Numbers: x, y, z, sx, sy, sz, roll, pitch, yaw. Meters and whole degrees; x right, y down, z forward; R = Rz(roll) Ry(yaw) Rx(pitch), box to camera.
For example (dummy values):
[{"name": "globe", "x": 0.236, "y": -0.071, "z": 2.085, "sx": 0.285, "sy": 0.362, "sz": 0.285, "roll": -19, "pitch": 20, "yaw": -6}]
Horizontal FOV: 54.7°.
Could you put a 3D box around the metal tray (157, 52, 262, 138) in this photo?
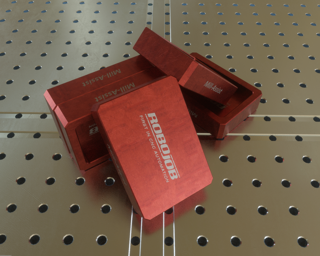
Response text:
[{"name": "metal tray", "x": 0.066, "y": -0.052, "z": 0.447, "sx": 0.091, "sy": 0.030, "sz": 0.130, "roll": -36, "pitch": 59, "yaw": -27}]

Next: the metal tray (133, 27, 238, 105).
[{"name": "metal tray", "x": 0.037, "y": -0.076, "z": 0.398, "sx": 0.090, "sy": 0.030, "sz": 0.131, "roll": 43, "pitch": 17, "yaw": 29}]

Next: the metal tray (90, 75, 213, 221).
[{"name": "metal tray", "x": -0.006, "y": 0.019, "z": 0.331, "sx": 0.091, "sy": 0.129, "sz": 0.030, "roll": -26, "pitch": 13, "yaw": -20}]

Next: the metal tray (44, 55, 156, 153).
[{"name": "metal tray", "x": -0.066, "y": -0.029, "z": 0.388, "sx": 0.131, "sy": 0.089, "sz": 0.030, "roll": -26, "pitch": 55, "yaw": -21}]

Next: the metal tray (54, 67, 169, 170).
[{"name": "metal tray", "x": -0.049, "y": -0.011, "z": 0.372, "sx": 0.131, "sy": 0.089, "sz": 0.030, "roll": -26, "pitch": 55, "yaw": -21}]
